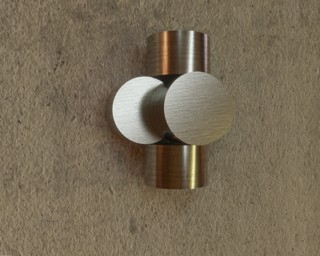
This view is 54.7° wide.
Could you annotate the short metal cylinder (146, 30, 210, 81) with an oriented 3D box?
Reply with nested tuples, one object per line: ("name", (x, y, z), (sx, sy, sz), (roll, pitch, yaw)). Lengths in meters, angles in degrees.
("short metal cylinder", (0.023, -0.086, 0.391), (0.081, 0.080, 0.050), (0, 90, -20))

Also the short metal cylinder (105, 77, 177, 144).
("short metal cylinder", (-0.025, -0.021, 0.388), (0.081, 0.050, 0.079), (0, 90, -21))

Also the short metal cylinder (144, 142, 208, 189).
("short metal cylinder", (0.020, 0.044, 0.390), (0.081, 0.080, 0.050), (0, 90, -20))

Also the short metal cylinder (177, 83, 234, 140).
("short metal cylinder", (0.050, -0.022, 0.417), (0.081, 0.050, 0.079), (0, 90, -21))

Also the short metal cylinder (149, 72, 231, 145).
("short metal cylinder", (0.033, -0.021, 0.356), (0.081, 0.050, 0.079), (0, 90, -21))
